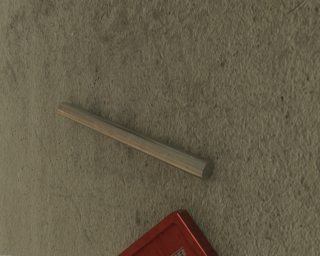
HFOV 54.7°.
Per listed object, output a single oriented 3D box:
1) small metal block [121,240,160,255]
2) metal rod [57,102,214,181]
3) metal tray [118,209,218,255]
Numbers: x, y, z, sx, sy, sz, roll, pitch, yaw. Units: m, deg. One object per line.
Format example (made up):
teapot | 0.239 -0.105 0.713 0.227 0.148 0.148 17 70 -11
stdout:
small metal block | -0.020 0.179 0.419 0.050 0.025 0.050 -33 70 35
metal rod | -0.056 0.008 0.448 0.300 0.025 0.025 20 103 37
metal tray | 0.002 0.172 0.372 0.130 0.030 0.090 -42 68 14
